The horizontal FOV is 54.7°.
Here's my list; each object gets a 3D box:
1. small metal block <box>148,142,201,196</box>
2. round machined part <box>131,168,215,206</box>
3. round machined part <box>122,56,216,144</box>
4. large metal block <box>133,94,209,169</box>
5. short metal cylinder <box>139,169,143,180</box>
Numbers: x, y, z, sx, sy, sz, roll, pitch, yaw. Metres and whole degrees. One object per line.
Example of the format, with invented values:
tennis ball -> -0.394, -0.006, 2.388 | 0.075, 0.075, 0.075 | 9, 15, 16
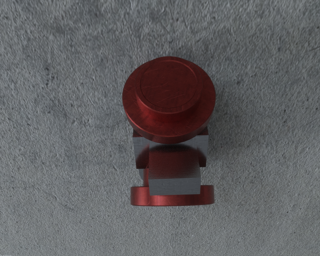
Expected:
small metal block -> 0.014, 0.042, 0.322 | 0.050, 0.050, 0.025 | -2, 130, 1
round machined part -> 0.014, 0.069, 0.370 | 0.099, 0.042, 0.098 | -1, 169, 0
round machined part -> 0.009, -0.036, 0.325 | 0.099, 0.098, 0.042 | -2, 155, 1
large metal block -> 0.012, 0.002, 0.373 | 0.081, 0.080, 0.050 | -2, 130, 1
short metal cylinder -> 0.012, 0.041, 0.428 | 0.081, 0.050, 0.079 | 0, 130, 0
